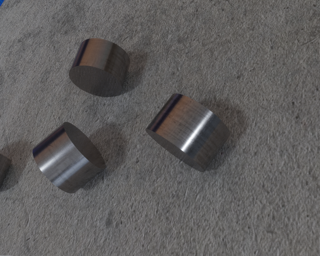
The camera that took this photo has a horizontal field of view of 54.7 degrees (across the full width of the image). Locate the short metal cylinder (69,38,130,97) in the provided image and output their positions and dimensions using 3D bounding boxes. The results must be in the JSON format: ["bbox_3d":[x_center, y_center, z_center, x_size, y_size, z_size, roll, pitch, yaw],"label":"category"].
[{"bbox_3d":[-0.091,-0.090,0.472,0.080,0.080,0.050,-1,61,27],"label":"short metal cylinder"}]

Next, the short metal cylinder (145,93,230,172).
[{"bbox_3d":[0.031,0.006,0.349,0.080,0.080,0.050,30,78,37],"label":"short metal cylinder"}]

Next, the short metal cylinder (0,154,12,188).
[{"bbox_3d":[-0.281,0.063,0.478,0.080,0.080,0.050,-1,62,28],"label":"short metal cylinder"}]

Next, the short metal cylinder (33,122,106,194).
[{"bbox_3d":[-0.117,0.038,0.407,0.050,0.080,0.080,-39,51,2],"label":"short metal cylinder"}]
